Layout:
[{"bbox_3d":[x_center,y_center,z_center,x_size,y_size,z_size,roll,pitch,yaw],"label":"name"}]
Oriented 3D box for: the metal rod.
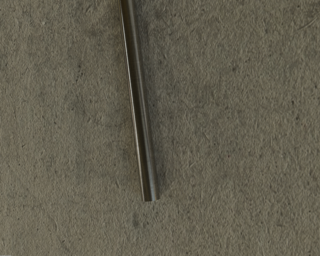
[{"bbox_3d":[-0.031,-0.053,0.420,0.025,0.025,0.299,-8,87,20],"label":"metal rod"}]
